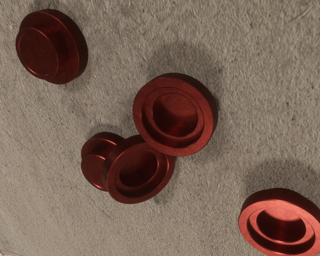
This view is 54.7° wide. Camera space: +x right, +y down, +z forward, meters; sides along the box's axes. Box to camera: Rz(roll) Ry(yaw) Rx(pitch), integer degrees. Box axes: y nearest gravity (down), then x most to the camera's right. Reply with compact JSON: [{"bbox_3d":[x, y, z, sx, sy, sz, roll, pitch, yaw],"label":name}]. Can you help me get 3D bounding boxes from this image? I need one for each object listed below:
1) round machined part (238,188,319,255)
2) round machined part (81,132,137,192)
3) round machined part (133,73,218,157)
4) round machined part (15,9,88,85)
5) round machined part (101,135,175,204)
[{"bbox_3d":[0.152,0.114,0.386,0.098,0.042,0.097,13,124,20],"label":"round machined part"},{"bbox_3d":[-0.080,0.058,0.472,0.098,0.042,0.097,13,124,20],"label":"round machined part"},{"bbox_3d":[0.021,-0.018,0.369,0.098,0.042,0.097,10,118,19],"label":"round machined part"},{"bbox_3d":[-0.149,-0.103,0.408,0.098,0.042,0.097,13,124,20],"label":"round machined part"},{"bbox_3d":[-0.032,0.051,0.419,0.042,0.099,0.097,43,142,50],"label":"round machined part"}]
